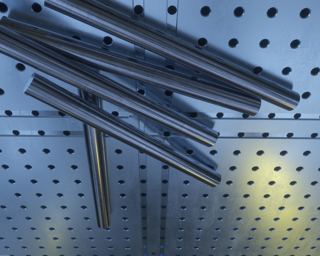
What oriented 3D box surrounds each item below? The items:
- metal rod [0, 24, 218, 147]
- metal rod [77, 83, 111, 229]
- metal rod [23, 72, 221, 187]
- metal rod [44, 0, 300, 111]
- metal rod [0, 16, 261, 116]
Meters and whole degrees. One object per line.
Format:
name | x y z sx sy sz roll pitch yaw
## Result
metal rod | -0.051 -0.040 0.355 0.302 0.025 0.025 24 126 -28
metal rod | -0.093 0.056 0.457 0.025 0.025 0.298 2 130 -2
metal rod | -0.026 0.016 0.403 0.301 0.025 0.025 30 124 -32
metal rod | 0.029 -0.081 0.342 0.302 0.025 0.025 20 127 -17
metal rod | -0.022 -0.065 0.355 0.302 0.025 0.025 15 128 -13
